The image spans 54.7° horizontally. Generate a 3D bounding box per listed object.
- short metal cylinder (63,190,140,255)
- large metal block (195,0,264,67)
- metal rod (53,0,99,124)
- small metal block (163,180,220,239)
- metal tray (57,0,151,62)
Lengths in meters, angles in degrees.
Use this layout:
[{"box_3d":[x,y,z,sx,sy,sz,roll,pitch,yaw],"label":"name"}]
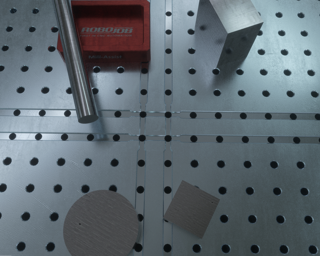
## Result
[{"box_3d":[-0.063,0.115,0.356,0.081,0.050,0.080,0,70,-1],"label":"short metal cylinder"},{"box_3d":[0.093,-0.147,0.438,0.050,0.080,0.080,-20,72,-7],"label":"large metal block"},{"box_3d":[-0.130,-0.146,0.430,0.025,0.025,0.299,-15,71,-6],"label":"metal rod"},{"box_3d":[0.038,0.099,0.376,0.050,0.025,0.050,27,72,9],"label":"small metal block"},{"box_3d":[-0.080,-0.144,0.460,0.131,0.030,0.090,-1,70,-1],"label":"metal tray"}]
